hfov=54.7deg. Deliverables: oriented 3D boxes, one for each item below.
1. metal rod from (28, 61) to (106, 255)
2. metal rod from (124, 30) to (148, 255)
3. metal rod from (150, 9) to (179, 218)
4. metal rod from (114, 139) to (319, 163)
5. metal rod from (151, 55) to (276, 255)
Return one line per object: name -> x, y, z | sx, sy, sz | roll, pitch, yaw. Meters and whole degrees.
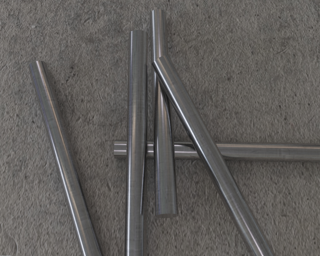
metal rod -> -0.119, 0.043, 0.391 | 0.025, 0.025, 0.299 | -20, 71, -7
metal rod -> -0.028, 0.027, 0.371 | 0.025, 0.025, 0.299 | 0, 80, 0
metal rod -> 0.002, -0.038, 0.402 | 0.025, 0.025, 0.299 | -2, 63, -1
metal rod -> 0.094, 0.030, 0.397 | 0.302, 0.025, 0.025 | 1, 70, 0
metal rod -> 0.067, 0.047, 0.368 | 0.025, 0.025, 0.299 | -25, 81, -9
